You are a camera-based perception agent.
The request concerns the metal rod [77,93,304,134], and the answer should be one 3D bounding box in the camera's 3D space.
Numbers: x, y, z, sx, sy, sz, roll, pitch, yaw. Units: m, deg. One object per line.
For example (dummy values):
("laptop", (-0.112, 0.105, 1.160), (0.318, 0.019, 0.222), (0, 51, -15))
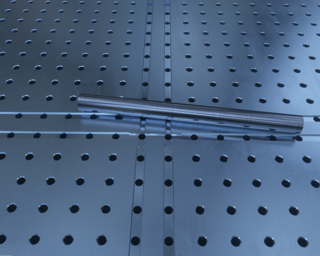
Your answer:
("metal rod", (0.038, -0.021, 0.425), (0.302, 0.025, 0.025), (6, 50, 4))
